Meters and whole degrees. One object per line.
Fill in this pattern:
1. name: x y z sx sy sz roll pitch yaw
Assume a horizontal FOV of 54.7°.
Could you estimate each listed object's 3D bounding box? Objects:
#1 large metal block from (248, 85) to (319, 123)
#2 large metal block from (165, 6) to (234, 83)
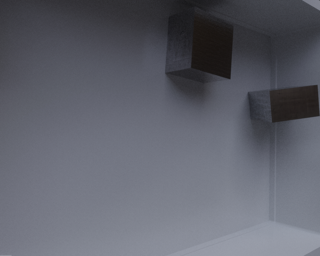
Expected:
1. large metal block: 0.206 -0.042 0.523 0.081 0.080 0.050 -8 96 -7
2. large metal block: 0.057 -0.112 0.437 0.081 0.050 0.080 6 86 -40
